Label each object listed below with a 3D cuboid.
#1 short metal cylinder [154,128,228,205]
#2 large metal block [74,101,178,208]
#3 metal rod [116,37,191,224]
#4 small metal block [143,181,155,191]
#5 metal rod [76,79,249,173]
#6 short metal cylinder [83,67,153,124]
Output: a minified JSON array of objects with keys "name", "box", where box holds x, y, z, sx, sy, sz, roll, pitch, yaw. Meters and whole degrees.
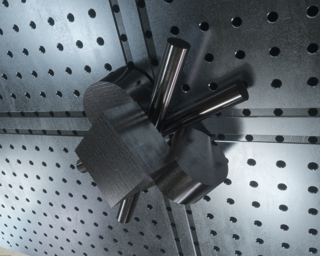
[{"name":"short metal cylinder","box":[0.036,0.047,0.381,0.080,0.080,0.050,40,130,1]},{"name":"large metal block","box":[-0.040,0.030,0.348,0.080,0.050,0.080,54,131,12]},{"name":"metal rod","box":[-0.019,0.027,0.401,0.025,0.025,0.298,27,128,11]},{"name":"small metal block","box":[-0.018,0.058,0.452,0.050,0.025,0.050,-31,101,38]},{"name":"metal rod","box":[-0.019,0.011,0.423,0.299,0.025,0.025,-26,105,37]},{"name":"short metal cylinder","box":[-0.050,-0.031,0.397,0.080,0.050,0.079,13,124,21]}]
